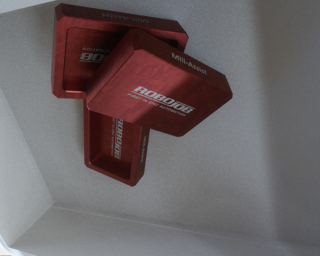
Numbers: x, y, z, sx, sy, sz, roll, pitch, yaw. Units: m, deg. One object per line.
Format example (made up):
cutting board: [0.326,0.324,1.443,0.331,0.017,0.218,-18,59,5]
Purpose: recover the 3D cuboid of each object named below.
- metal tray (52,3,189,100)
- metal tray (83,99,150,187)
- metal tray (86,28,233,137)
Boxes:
metal tray: [-0.045,-0.074,0.330,0.131,0.030,0.089,0,131,-23]
metal tray: [-0.064,0.016,0.448,0.090,0.030,0.129,20,126,16]
metal tray: [0.001,-0.039,0.327,0.131,0.030,0.090,18,136,-37]
